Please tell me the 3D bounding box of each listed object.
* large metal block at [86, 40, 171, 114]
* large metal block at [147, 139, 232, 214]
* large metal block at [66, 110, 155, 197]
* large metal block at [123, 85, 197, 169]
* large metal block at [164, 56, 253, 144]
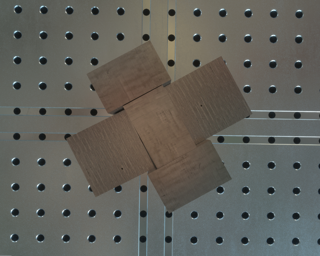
[{"bbox_3d":[-0.034,-0.057,0.385,0.080,0.080,0.050,-28,90,0],"label":"large metal block"},{"bbox_3d":[0.033,0.055,0.386,0.080,0.080,0.050,-29,90,-1],"label":"large metal block"},{"bbox_3d":[-0.060,0.031,0.401,0.080,0.050,0.080,-27,90,0],"label":"large metal block"},{"bbox_3d":[0.000,-0.002,0.386,0.050,0.080,0.080,-29,90,0],"label":"large metal block"},{"bbox_3d":[0.058,-0.034,0.400,0.080,0.050,0.080,-29,92,0],"label":"large metal block"}]
